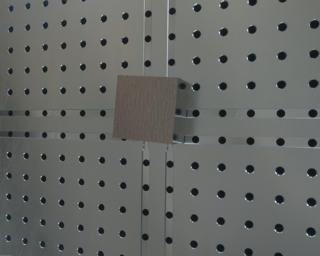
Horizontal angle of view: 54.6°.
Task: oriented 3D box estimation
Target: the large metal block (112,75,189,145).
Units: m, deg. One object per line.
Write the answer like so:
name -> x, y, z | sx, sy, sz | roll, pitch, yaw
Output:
large metal block -> -0.011, -0.024, 0.404 | 0.080, 0.050, 0.080 | 6, 92, 20
